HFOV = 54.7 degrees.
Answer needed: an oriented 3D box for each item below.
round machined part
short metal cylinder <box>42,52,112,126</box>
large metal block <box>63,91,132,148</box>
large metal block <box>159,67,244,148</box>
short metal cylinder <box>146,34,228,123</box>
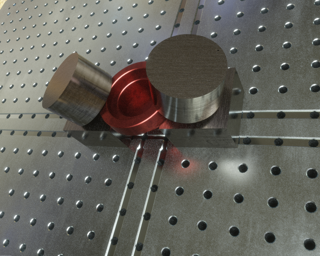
[{"bbox_3d":[-0.024,-0.033,0.393,0.098,0.042,0.098,-13,56,21],"label":"round machined part"},{"bbox_3d":[-0.106,-0.049,0.397,0.080,0.050,0.080,-31,43,34],"label":"short metal cylinder"},{"bbox_3d":[-0.079,-0.020,0.446,0.080,0.050,0.080,1,62,28],"label":"large metal block"},{"bbox_3d":[0.053,-0.023,0.378,0.080,0.050,0.080,-1,61,28],"label":"large metal block"},{"bbox_3d":[0.028,-0.052,0.328,0.080,0.050,0.080,-2,63,4],"label":"short metal cylinder"}]
